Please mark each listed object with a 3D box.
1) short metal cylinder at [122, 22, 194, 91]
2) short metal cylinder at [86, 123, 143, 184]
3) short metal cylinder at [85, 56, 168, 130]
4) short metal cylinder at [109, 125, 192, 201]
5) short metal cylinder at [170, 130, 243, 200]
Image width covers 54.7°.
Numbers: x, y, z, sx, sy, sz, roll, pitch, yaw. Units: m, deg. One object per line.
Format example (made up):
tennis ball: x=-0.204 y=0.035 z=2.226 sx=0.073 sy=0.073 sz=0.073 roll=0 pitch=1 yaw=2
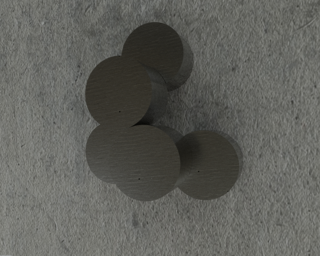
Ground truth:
short metal cylinder: x=-0.002 y=-0.088 z=0.398 sx=0.080 sy=0.050 sz=0.080 roll=0 pitch=90 yaw=20
short metal cylinder: x=-0.051 y=0.031 z=0.415 sx=0.080 sy=0.050 sz=0.080 roll=0 pitch=90 yaw=20
short metal cylinder: x=-0.037 y=-0.038 z=0.356 sx=0.080 sy=0.050 sz=0.080 roll=0 pitch=90 yaw=20
short metal cylinder: x=-0.009 y=0.036 z=0.346 sx=0.080 sy=0.050 sz=0.080 roll=0 pitch=90 yaw=19
short metal cylinder: x=0.058 y=0.042 z=0.376 sx=0.080 sy=0.050 sz=0.080 roll=0 pitch=90 yaw=20
